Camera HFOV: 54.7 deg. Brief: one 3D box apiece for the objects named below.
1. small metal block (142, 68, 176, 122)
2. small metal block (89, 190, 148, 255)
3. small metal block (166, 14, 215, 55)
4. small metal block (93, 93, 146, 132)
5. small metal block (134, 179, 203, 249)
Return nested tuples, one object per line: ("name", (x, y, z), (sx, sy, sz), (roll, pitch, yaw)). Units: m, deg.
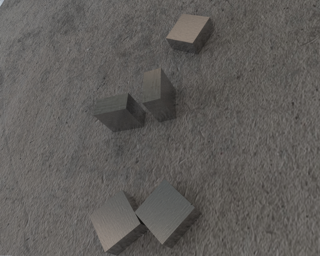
("small metal block", (0.000, -0.043, 0.414), (0.025, 0.050, 0.050), (-13, 57, 21))
("small metal block", (-0.047, 0.110, 0.361), (0.050, 0.025, 0.050), (-39, 51, 1))
("small metal block", (0.046, -0.142, 0.467), (0.050, 0.025, 0.050), (23, 74, 36))
("small metal block", (-0.055, -0.020, 0.429), (0.050, 0.050, 0.025), (-10, 58, 23))
("small metal block", (0.009, 0.094, 0.342), (0.050, 0.025, 0.050), (-47, 51, -5))
